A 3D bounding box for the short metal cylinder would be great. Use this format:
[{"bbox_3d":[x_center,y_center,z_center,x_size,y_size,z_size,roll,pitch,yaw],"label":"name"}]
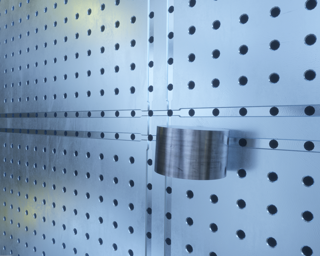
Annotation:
[{"bbox_3d":[0.035,0.024,0.345,0.080,0.081,0.050,6,94,40],"label":"short metal cylinder"}]
